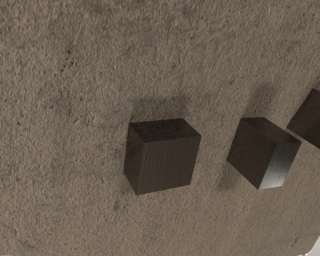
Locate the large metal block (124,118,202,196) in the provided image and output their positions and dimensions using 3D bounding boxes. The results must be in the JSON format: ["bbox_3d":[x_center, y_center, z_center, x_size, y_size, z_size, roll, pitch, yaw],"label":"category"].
[{"bbox_3d":[0.001,0.036,0.415,0.081,0.050,0.079,-6,121,-26],"label":"large metal block"}]

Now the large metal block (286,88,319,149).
[{"bbox_3d":[0.278,-0.009,0.521,0.050,0.080,0.080,18,109,-36],"label":"large metal block"}]

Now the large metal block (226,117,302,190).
[{"bbox_3d":[0.158,0.037,0.483,0.050,0.080,0.079,-3,120,-28],"label":"large metal block"}]
